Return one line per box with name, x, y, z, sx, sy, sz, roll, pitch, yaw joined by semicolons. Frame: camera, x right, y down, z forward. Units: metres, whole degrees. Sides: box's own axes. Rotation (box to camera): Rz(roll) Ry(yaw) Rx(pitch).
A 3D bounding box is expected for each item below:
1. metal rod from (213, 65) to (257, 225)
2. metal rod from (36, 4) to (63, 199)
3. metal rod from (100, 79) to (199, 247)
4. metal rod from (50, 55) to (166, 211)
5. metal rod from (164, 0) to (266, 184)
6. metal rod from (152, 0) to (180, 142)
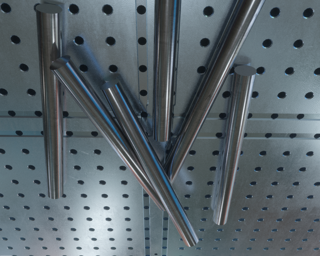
metal rod;0.102;0.048;0.452;0.025;0.025;0.298;-1;130;1
metal rod;-0.139;-0.007;0.403;0.025;0.025;0.298;8;130;-7
metal rod;-0.004;0.067;0.440;0.025;0.025;0.299;-17;120;14
metal rod;-0.048;0.030;0.423;0.025;0.025;0.299;-18;132;14
metal rod;0.051;-0.026;0.389;0.025;0.025;0.298;13;129;-11
metal rod;0.006;-0.103;0.323;0.025;0.025;0.298;1;130;-1
